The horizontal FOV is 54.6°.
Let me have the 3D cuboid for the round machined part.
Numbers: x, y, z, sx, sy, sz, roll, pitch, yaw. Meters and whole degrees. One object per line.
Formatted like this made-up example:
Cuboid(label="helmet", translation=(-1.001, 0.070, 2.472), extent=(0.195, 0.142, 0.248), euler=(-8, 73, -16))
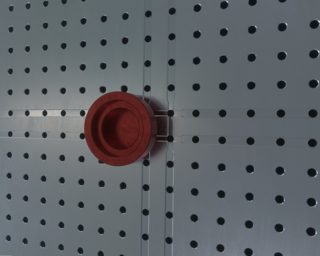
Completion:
Cuboid(label="round machined part", translation=(-0.049, 0.001, 0.421), extent=(0.098, 0.042, 0.097), euler=(0, 90, 20))
